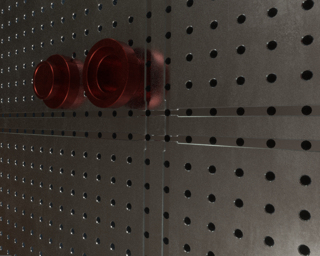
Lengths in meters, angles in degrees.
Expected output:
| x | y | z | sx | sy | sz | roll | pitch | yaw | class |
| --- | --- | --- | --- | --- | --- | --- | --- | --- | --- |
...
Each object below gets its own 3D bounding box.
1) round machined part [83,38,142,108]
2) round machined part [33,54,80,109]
| x | y | z | sx | sy | sz | roll | pitch | yaw | class |
| --- | --- | --- | --- | --- | --- | --- | --- | --- | --- |
| -0.065 | -0.077 | 0.450 | 0.098 | 0.042 | 0.097 | 0 | 90 | 39 | round machined part |
| -0.190 | -0.083 | 0.552 | 0.098 | 0.042 | 0.097 | 0 | 90 | 39 | round machined part |
